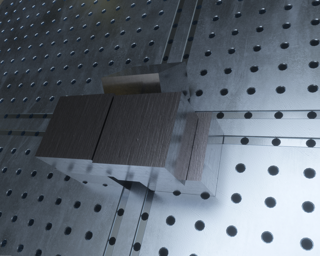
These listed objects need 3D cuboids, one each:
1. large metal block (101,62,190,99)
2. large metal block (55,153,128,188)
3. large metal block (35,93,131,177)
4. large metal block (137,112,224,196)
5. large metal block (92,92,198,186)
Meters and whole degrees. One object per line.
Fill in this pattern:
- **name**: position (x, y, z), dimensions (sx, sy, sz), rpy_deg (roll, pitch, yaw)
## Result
- **large metal block**: position (-0.016, -0.052, 0.404), dimensions (0.080, 0.050, 0.080), rpy_deg (1, 20, 28)
- **large metal block**: position (-0.080, 0.030, 0.415), dimensions (0.080, 0.050, 0.080), rpy_deg (2, 62, 28)
- **large metal block**: position (-0.085, 0.008, 0.362), dimensions (0.080, 0.050, 0.080), rpy_deg (0, 62, 28)
- **large metal block**: position (0.024, 0.030, 0.360), dimensions (0.080, 0.050, 0.080), rpy_deg (-1, 61, 27)
- **large metal block**: position (-0.013, 0.011, 0.324), dimensions (0.080, 0.050, 0.080), rpy_deg (0, 62, 28)
